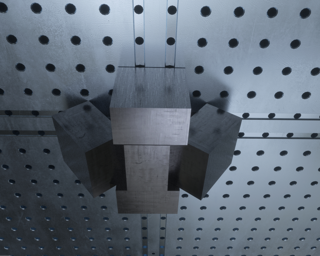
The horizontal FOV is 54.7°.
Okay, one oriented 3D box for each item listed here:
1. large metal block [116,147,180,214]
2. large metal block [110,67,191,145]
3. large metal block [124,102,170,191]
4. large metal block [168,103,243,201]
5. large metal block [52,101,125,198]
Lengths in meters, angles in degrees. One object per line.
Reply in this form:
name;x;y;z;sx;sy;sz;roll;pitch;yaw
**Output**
large metal block;-0.016;0.072;0.435;0.081;0.080;0.050;1;130;-1
large metal block;-0.010;-0.027;0.351;0.081;0.080;0.050;1;130;-1
large metal block;-0.015;0.023;0.394;0.050;0.080;0.079;1;130;-1
large metal block;0.055;0.028;0.389;0.050;0.080;0.079;27;136;27
large metal block;-0.086;0.025;0.388;0.050;0.080;0.079;-28;139;-30
